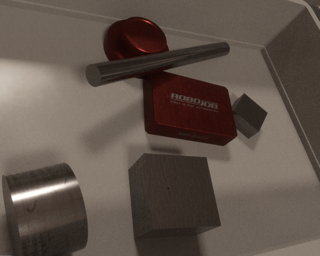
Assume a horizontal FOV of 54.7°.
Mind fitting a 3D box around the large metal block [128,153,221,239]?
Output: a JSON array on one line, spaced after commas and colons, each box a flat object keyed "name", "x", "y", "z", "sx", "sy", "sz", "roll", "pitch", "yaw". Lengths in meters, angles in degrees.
[{"name": "large metal block", "x": 0.014, "y": 0.077, "z": 0.351, "sx": 0.081, "sy": 0.050, "sz": 0.080, "roll": 6, "pitch": 59, "yaw": -26}]

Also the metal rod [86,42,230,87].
[{"name": "metal rod", "x": 0.021, "y": -0.100, "z": 0.447, "sx": 0.302, "sy": 0.025, "sz": 0.025, "roll": -25, "pitch": 75, "yaw": -47}]

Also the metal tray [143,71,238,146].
[{"name": "metal tray", "x": 0.043, "y": -0.028, "z": 0.444, "sx": 0.131, "sy": 0.030, "sz": 0.090, "roll": 10, "pitch": 57, "yaw": -23}]

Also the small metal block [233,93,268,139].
[{"name": "small metal block", "x": 0.138, "y": -0.020, "z": 0.494, "sx": 0.050, "sy": 0.025, "sz": 0.050, "roll": 40, "pitch": 51, "yaw": -2}]

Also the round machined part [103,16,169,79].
[{"name": "round machined part", "x": -0.029, "y": -0.124, "z": 0.456, "sx": 0.099, "sy": 0.042, "sz": 0.098, "roll": 14, "pitch": 56, "yaw": -21}]

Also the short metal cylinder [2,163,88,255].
[{"name": "short metal cylinder", "x": -0.102, "y": 0.075, "z": 0.270, "sx": 0.050, "sy": 0.080, "sz": 0.080, "roll": -10, "pitch": 67, "yaw": -33}]
